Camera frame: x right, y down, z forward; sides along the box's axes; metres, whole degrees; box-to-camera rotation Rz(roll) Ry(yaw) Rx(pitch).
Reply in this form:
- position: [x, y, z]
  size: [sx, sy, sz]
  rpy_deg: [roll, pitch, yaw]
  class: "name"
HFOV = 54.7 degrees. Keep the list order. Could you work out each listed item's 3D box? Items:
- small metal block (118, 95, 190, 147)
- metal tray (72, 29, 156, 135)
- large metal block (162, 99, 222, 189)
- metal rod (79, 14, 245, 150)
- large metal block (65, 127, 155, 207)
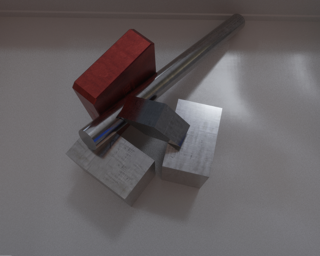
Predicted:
- position: [-0.005, -0.007, 0.319]
  size: [0.050, 0.050, 0.025]
  rpy_deg: [17, 77, 39]
  class: "small metal block"
- position: [-0.045, -0.044, 0.367]
  size: [0.030, 0.130, 0.090]
  rpy_deg: [38, 75, 13]
  class: "metal tray"
- position: [0.036, 0.022, 0.372]
  size: [0.050, 0.080, 0.080]
  rpy_deg: [13, 71, 4]
  class: "large metal block"
- position: [0.022, -0.074, 0.388]
  size: [0.025, 0.025, 0.302]
  rpy_deg: [40, 57, 13]
  class: "metal rod"
- position: [-0.053, 0.044, 0.364]
  size: [0.080, 0.080, 0.050]
  rpy_deg: [35, 74, 11]
  class: "large metal block"
